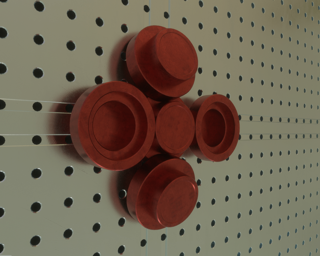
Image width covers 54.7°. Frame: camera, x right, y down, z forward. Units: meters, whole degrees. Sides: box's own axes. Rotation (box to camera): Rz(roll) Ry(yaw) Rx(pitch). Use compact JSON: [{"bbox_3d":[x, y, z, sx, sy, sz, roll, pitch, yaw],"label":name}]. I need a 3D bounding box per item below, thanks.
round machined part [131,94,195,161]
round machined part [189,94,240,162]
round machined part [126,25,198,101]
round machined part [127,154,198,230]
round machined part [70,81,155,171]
[{"bbox_3d":[0.008,-0.001,0.405,0.099,0.042,0.097,0,90,-40],"label":"round machined part"},{"bbox_3d":[0.072,0.000,0.460,0.099,0.042,0.097,0,90,-40],"label":"round machined part"},{"bbox_3d":[0.010,-0.086,0.393,0.099,0.042,0.098,13,68,-35],"label":"round machined part"},{"bbox_3d":[0.010,0.086,0.394,0.099,0.042,0.097,-15,114,-36],"label":"round machined part"},{"bbox_3d":[-0.056,-0.002,0.352,0.099,0.042,0.097,0,90,-40],"label":"round machined part"}]
